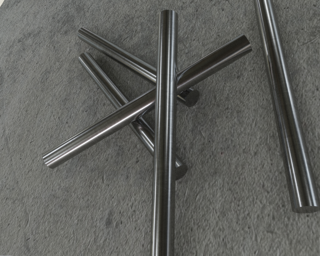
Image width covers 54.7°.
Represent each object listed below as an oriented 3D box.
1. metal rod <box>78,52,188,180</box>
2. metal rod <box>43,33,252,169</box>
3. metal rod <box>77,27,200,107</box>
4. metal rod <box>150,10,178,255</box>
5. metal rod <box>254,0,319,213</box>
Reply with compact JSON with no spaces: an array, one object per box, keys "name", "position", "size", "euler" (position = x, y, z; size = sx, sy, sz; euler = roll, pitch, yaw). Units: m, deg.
[{"name":"metal rod","position":[-0.055,-0.035,0.454],"size":[0.025,0.025,0.300],"euler":[-41,51,0]},{"name":"metal rod","position":[-0.022,-0.030,0.400],"size":[0.300,0.025,0.025],"euler":[-30,52,8]},{"name":"metal rod","position":[-0.052,-0.109,0.497],"size":[0.025,0.025,0.300],"euler":[-49,51,-6]},{"name":"metal rod","position":[0.006,0.002,0.353],"size":[0.025,0.025,0.299],"euler":[-6,73,25]},{"name":"metal rod","position":[0.140,-0.053,0.362],"size":[0.025,0.025,0.299],"euler":[-12,57,22]}]
